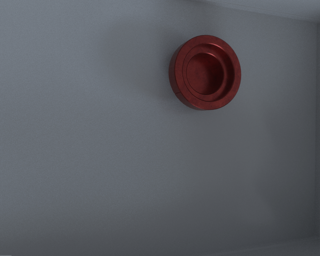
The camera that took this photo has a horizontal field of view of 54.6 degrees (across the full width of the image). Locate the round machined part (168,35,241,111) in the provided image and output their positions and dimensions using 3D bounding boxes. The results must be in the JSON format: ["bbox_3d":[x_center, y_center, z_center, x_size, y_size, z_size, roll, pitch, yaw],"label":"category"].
[{"bbox_3d":[0.057,-0.072,0.422,0.099,0.042,0.097,0,90,-20],"label":"round machined part"}]
